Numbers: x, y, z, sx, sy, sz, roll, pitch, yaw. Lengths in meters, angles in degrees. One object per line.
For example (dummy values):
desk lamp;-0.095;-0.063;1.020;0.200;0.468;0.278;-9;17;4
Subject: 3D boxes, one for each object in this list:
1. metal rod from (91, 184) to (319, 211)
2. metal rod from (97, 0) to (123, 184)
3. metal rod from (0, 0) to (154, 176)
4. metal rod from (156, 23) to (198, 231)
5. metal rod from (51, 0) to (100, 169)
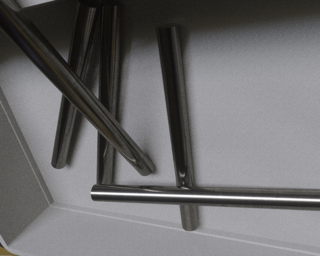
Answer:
metal rod;0.047;0.090;0.410;0.301;0.025;0.025;-2;118;19
metal rod;-0.074;-0.021;0.434;0.025;0.025;0.298;21;126;16
metal rod;-0.081;-0.026;0.353;0.025;0.025;0.300;-1;144;29
metal rod;0.027;0.019;0.406;0.025;0.025;0.298;6;121;25
metal rod;-0.128;-0.039;0.441;0.025;0.025;0.298;32;132;7
